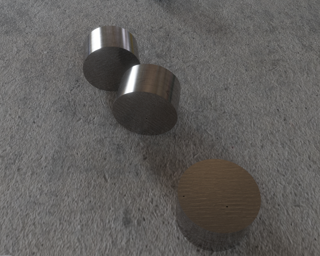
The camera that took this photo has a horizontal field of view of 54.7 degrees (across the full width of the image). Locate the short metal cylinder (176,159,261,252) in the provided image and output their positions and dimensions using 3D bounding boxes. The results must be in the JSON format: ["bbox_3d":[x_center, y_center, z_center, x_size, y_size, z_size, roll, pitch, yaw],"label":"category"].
[{"bbox_3d":[0.058,0.079,0.321,0.080,0.050,0.080,0,50,0],"label":"short metal cylinder"}]

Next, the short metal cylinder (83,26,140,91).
[{"bbox_3d":[-0.070,-0.100,0.451,0.081,0.080,0.050,-6,51,-5],"label":"short metal cylinder"}]

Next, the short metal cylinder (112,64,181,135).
[{"bbox_3d":[-0.015,-0.035,0.396,0.080,0.080,0.050,5,50,4],"label":"short metal cylinder"}]
